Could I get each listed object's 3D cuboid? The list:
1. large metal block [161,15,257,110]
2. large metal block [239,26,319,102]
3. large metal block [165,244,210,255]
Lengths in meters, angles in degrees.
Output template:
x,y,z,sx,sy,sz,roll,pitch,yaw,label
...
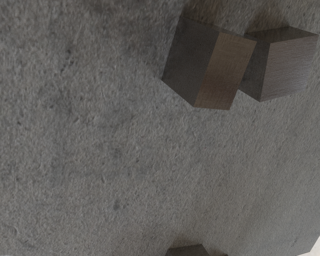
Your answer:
x,y,z,sx,sy,sz,roll,pitch,yaw,label
0.051,-0.075,0.354,0.050,0.080,0.079,3,117,-30,large metal block
0.158,-0.089,0.425,0.081,0.050,0.079,-15,125,-21,large metal block
0.047,0.273,0.588,0.081,0.050,0.079,6,115,-32,large metal block
